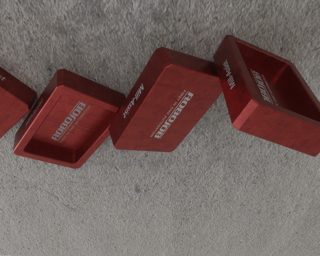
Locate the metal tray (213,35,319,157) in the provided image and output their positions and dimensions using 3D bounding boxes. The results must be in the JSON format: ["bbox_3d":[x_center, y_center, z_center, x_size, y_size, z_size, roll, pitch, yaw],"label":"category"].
[{"bbox_3d":[0.107,-0.038,0.307,0.091,0.130,0.030,18,128,-15],"label":"metal tray"}]

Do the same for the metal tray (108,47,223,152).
[{"bbox_3d":[0.008,-0.025,0.361,0.091,0.030,0.129,6,134,-36],"label":"metal tray"}]

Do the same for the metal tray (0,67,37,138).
[{"bbox_3d":[-0.227,-0.046,0.363,0.090,0.030,0.130,-35,122,26],"label":"metal tray"}]

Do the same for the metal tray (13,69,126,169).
[{"bbox_3d":[-0.112,-0.004,0.385,0.091,0.030,0.129,21,128,-35],"label":"metal tray"}]
